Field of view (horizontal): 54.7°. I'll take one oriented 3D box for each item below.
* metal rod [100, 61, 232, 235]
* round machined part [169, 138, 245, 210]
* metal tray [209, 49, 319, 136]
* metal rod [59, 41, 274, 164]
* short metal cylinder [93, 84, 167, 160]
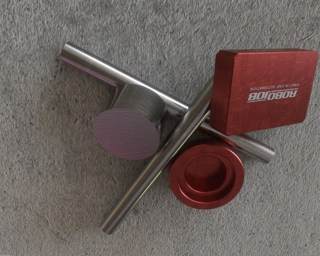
[{"bbox_3d":[0.003,0.039,0.407,0.025,0.025,0.298,32,113,-11],"label":"metal rod"},{"bbox_3d":[0.061,0.059,0.424,0.099,0.042,0.097,0,110,0],"label":"round machined part"},{"bbox_3d":[0.123,-0.045,0.363,0.131,0.030,0.089,-8,113,-27],"label":"metal tray"},{"bbox_3d":[0.017,-0.028,0.402,0.301,0.025,0.025,27,108,-10],"label":"metal rod"},{"bbox_3d":[-0.035,-0.007,0.381,0.080,0.050,0.079,7,131,9],"label":"short metal cylinder"}]
